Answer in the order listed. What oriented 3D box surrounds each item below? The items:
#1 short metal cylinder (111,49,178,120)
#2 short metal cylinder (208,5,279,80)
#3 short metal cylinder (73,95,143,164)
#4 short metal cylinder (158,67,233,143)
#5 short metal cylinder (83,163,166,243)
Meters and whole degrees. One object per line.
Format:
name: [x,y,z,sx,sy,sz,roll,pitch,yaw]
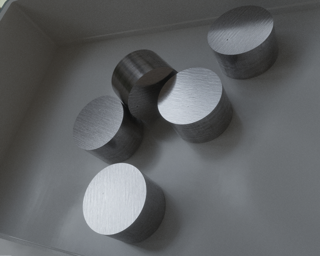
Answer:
short metal cylinder: [-0.017,-0.057,0.415,0.080,0.080,0.050,-41,51,0]
short metal cylinder: [0.108,-0.110,0.401,0.080,0.050,0.080,-13,56,21]
short metal cylinder: [-0.070,0.003,0.423,0.080,0.050,0.080,-14,58,23]
short metal cylinder: [0.044,-0.028,0.383,0.080,0.050,0.080,-13,56,21]
short metal cylinder: [-0.040,0.087,0.358,0.080,0.050,0.080,-13,56,21]
